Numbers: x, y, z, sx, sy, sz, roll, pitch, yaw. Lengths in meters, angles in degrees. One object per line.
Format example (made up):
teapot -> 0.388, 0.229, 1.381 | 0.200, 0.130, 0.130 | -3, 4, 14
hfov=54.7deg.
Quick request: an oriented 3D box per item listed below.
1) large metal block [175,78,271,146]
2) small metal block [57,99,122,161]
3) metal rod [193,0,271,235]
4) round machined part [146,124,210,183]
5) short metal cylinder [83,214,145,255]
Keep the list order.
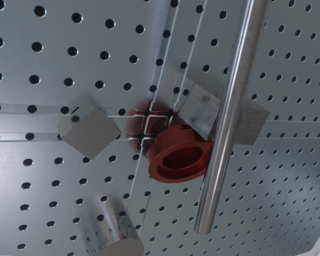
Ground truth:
large metal block -> 0.079, -0.022, 0.406 | 0.081, 0.080, 0.050 | 7, 114, -32
small metal block -> -0.083, 0.003, 0.368 | 0.050, 0.025, 0.050 | -43, 130, 1
metal rod -> 0.074, 0.007, 0.352 | 0.025, 0.025, 0.298 | -7, 122, -25
round machined part -> 0.029, 0.032, 0.422 | 0.099, 0.042, 0.097 | -10, 142, -8
short metal cylinder -> -0.070, 0.178, 0.467 | 0.081, 0.050, 0.079 | -14, 124, -21
